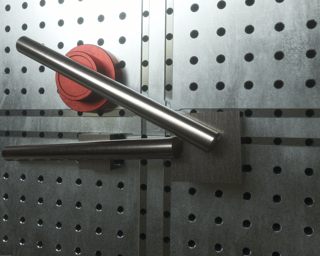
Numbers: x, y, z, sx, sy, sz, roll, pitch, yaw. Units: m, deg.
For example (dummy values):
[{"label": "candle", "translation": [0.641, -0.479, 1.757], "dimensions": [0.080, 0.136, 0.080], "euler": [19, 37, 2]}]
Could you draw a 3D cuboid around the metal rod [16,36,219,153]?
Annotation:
[{"label": "metal rod", "translation": [-0.067, -0.051, 0.384], "dimensions": [0.301, 0.025, 0.025], "euler": [28, 99, 20]}]

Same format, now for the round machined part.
[{"label": "round machined part", "translation": [-0.107, -0.071, 0.440], "dimensions": [0.098, 0.042, 0.097], "euler": [0, 90, 19]}]

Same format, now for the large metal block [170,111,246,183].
[{"label": "large metal block", "translation": [0.059, 0.022, 0.375], "dimensions": [0.080, 0.050, 0.079], "euler": [-2, 89, 19]}]

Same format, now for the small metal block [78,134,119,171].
[{"label": "small metal block", "translation": [-0.088, 0.033, 0.443], "dimensions": [0.050, 0.025, 0.050], "euler": [0, 90, 19]}]

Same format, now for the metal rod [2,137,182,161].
[{"label": "metal rod", "translation": [-0.111, 0.031, 0.421], "dimensions": [0.300, 0.025, 0.025], "euler": [-4, 89, 30]}]
